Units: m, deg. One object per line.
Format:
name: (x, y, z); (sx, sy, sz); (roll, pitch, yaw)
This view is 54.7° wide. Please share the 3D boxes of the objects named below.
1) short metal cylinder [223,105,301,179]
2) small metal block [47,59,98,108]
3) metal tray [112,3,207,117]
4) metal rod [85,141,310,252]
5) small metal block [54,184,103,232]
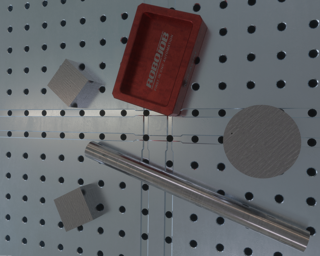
short metal cylinder: (0.117, 0.015, 0.358); (0.080, 0.050, 0.080); (0, 90, 20)
small metal block: (-0.130, -0.065, 0.458); (0.050, 0.025, 0.050); (43, 103, 15)
metal tray: (-0.002, -0.089, 0.410); (0.090, 0.030, 0.129); (19, 96, 18)
metal rod: (0.033, 0.080, 0.400); (0.301, 0.025, 0.025); (20, 97, 18)
small metal block: (-0.120, 0.117, 0.455); (0.050, 0.025, 0.050); (-27, 81, 18)
